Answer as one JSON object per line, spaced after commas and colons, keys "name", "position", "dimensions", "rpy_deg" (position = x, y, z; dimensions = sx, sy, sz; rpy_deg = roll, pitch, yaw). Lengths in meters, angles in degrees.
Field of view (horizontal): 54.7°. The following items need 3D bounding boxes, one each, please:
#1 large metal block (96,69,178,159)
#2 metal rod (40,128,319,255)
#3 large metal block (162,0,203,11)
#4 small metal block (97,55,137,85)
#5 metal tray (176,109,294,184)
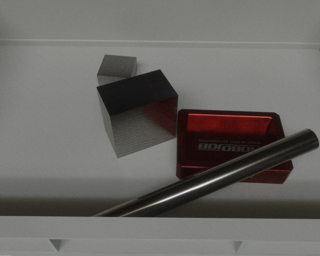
{"name": "large metal block", "position": [-0.027, -0.017, 0.383], "dimensions": [0.081, 0.080, 0.050], "rpy_deg": [-19, 53, -15]}
{"name": "metal rod", "position": [0.027, 0.065, 0.323], "dimensions": [0.302, 0.025, 0.025], "rpy_deg": [-21, 53, -7]}
{"name": "large metal block", "position": [0.048, -0.286, 0.632], "dimensions": [0.080, 0.050, 0.080], "rpy_deg": [5, 50, 4]}
{"name": "small metal block", "position": [-0.064, -0.086, 0.476], "dimensions": [0.050, 0.025, 0.050], "rpy_deg": [6, 50, 4]}
{"name": "metal tray", "position": [0.087, 0.021, 0.385], "dimensions": [0.131, 0.030, 0.090], "rpy_deg": [2, 50, 1]}
